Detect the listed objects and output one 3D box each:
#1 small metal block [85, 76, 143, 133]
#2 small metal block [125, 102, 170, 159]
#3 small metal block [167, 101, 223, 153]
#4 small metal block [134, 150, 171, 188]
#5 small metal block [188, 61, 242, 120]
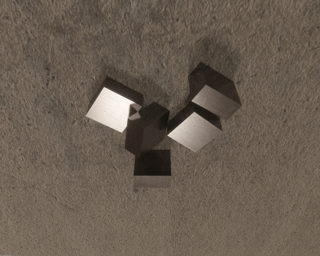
[{"bbox_3d":[-0.056,-0.028,0.382,0.050,0.025,0.050,26,125,-21],"label":"small metal block"},{"bbox_3d":[-0.016,0.002,0.389,0.025,0.050,0.050,32,134,23],"label":"small metal block"},{"bbox_3d":[0.045,-0.001,0.407,0.050,0.025,0.050,32,123,-25],"label":"small metal block"},{"bbox_3d":[-0.010,0.057,0.439,0.050,0.050,0.025,1,130,-1],"label":"small metal block"},{"bbox_3d":[0.062,-0.043,0.355,0.050,0.050,0.025,26,125,-21],"label":"small metal block"}]
